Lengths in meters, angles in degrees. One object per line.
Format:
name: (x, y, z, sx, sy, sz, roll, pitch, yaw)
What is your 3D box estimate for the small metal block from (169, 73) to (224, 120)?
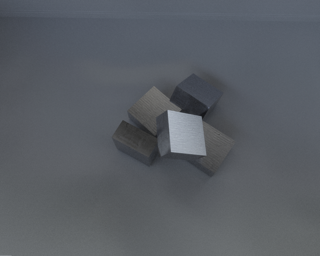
small metal block: (0.049, -0.042, 0.412, 0.050, 0.025, 0.050, 35, 41, 11)

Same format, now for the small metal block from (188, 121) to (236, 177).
small metal block: (0.060, 0.027, 0.399, 0.050, 0.025, 0.050, 34, 73, 11)

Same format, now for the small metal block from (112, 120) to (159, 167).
small metal block: (-0.029, 0.020, 0.386, 0.050, 0.050, 0.025, 28, 73, 9)

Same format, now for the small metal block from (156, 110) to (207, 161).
small metal block: (0.025, 0.010, 0.366, 0.050, 0.025, 0.050, 9, 66, -32)

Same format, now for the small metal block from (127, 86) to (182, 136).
small metal block: (-0.007, -0.019, 0.414, 0.050, 0.025, 0.050, 42, 75, 13)
